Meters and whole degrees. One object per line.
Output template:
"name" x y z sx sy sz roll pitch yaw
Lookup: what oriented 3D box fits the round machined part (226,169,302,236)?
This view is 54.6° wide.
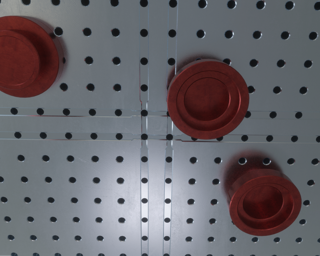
"round machined part" 0.144 0.101 0.442 0.099 0.042 0.097 0 110 0

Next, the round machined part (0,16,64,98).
"round machined part" -0.171 -0.083 0.372 0.099 0.042 0.097 0 110 0

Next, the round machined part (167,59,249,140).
"round machined part" 0.058 -0.038 0.391 0.099 0.042 0.097 0 110 0
